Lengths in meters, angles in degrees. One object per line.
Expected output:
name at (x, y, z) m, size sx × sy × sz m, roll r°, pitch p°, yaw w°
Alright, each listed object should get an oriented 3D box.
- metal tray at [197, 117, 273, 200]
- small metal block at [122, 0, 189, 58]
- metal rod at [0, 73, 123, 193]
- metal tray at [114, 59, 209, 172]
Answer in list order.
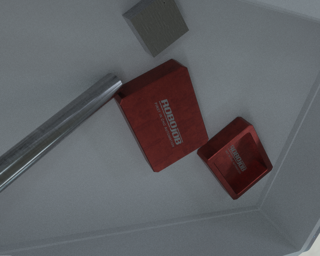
metal tray at (0.127, 0.054, 0.510) m, size 0.090 × 0.030 × 0.130 m, roll -40°, pitch 130°, yaw -1°
small metal block at (-0.004, -0.114, 0.337) m, size 0.050 × 0.025 × 0.050 m, roll -39°, pitch 130°, yaw -2°
metal rod at (-0.141, 0.041, 0.274) m, size 0.301 × 0.025 × 0.025 m, roll -46°, pitch 135°, yaw -31°
metal tray at (0.006, -0.012, 0.403) m, size 0.090 × 0.030 × 0.129 m, roll -30°, pitch 129°, yaw -9°
